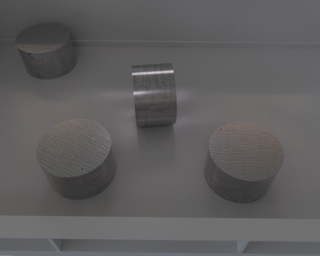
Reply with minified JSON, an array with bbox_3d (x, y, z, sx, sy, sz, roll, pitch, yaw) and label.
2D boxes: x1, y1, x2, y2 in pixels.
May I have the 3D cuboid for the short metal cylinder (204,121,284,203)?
[{"bbox_3d":[0.094,0.039,0.357,0.080,0.050,0.080,0,50,0],"label":"short metal cylinder"}]

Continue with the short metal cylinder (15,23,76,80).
[{"bbox_3d":[-0.178,-0.122,0.490,0.080,0.050,0.080,0,50,0],"label":"short metal cylinder"}]

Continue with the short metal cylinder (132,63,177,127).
[{"bbox_3d":[-0.009,-0.043,0.405,0.050,0.080,0.080,-5,50,-4],"label":"short metal cylinder"}]

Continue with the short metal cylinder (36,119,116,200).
[{"bbox_3d":[-0.094,0.035,0.358,0.080,0.050,0.080,0,50,0],"label":"short metal cylinder"}]
